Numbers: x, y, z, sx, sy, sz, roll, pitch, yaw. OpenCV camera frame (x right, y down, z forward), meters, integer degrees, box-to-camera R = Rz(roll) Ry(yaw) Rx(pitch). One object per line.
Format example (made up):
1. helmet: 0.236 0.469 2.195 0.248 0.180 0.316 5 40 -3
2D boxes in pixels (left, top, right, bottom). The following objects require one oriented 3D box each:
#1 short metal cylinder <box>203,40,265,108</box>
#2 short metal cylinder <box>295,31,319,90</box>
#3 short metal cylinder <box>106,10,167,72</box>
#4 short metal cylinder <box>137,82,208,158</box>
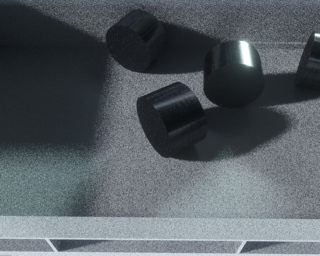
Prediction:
1. short metal cylinder: 0.101 -0.074 0.433 0.080 0.080 0.050 4 50 3
2. short metal cylinder: 0.238 -0.096 0.454 0.050 0.080 0.080 16 52 13
3. short metal cylinder: -0.036 -0.135 0.482 0.080 0.080 0.050 24 54 19
4. short metal cylinder: 0.013 -0.010 0.378 0.050 0.080 0.080 -25 55 -20
